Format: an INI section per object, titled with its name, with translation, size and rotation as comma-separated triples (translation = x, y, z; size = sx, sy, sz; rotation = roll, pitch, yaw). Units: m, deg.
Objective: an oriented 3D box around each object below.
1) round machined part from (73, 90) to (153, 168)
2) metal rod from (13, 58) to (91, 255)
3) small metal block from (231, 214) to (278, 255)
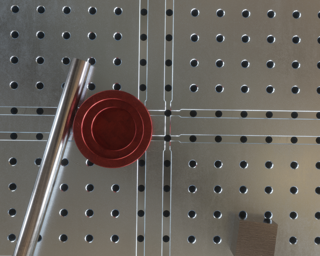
[round machined part]
translation = -0.059, 0.001, 0.404
size = 0.099, 0.042, 0.097
rotation = 0, 90, -1
[metal rod]
translation = -0.147, 0.054, 0.411
size = 0.025, 0.025, 0.298
rotation = 17, 90, -1
[small metal block]
translation = 0.126, 0.147, 0.415
size = 0.050, 0.025, 0.050
rotation = 7, 90, -1
